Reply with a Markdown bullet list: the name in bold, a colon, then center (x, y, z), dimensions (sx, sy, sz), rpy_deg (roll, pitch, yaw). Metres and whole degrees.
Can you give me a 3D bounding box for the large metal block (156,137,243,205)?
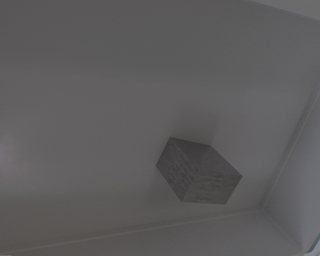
- **large metal block**: center (0.053, 0.061, 0.439), dimensions (0.081, 0.080, 0.050), rpy_deg (13, 112, -34)
